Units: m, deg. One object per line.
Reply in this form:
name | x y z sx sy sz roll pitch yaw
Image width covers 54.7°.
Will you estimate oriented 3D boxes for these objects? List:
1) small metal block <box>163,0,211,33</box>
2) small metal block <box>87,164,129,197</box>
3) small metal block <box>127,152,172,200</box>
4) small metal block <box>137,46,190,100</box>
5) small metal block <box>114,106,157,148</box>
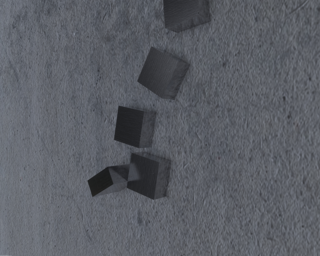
small metal block | 0.032 -0.150 0.379 0.050 0.025 0.050 -6 86 39
small metal block | -0.066 0.074 0.443 0.050 0.050 0.025 -35 68 35
small metal block | -0.015 0.063 0.418 0.050 0.025 0.050 14 99 39
small metal block | 0.004 -0.071 0.402 0.050 0.025 0.050 38 113 33
small metal block | -0.035 -0.002 0.434 0.050 0.025 0.050 15 99 39
